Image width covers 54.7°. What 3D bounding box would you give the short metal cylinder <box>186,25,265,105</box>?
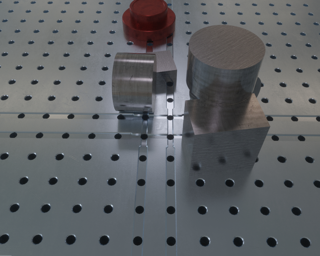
[{"bbox_3d":[0.071,-0.072,0.348,0.080,0.050,0.080,0,50,0],"label":"short metal cylinder"}]

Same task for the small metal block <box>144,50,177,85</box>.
[{"bbox_3d":[-0.004,-0.095,0.487,0.050,0.025,0.050,-9,51,-7],"label":"small metal block"}]

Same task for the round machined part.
[{"bbox_3d":[-0.020,-0.206,0.569,0.099,0.042,0.098,0,50,0],"label":"round machined part"}]

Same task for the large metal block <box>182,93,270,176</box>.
[{"bbox_3d":[0.072,0.009,0.365,0.081,0.080,0.050,-6,51,-5],"label":"large metal block"}]

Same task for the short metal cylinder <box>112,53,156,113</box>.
[{"bbox_3d":[-0.033,-0.062,0.423,0.050,0.080,0.080,3,50,2],"label":"short metal cylinder"}]

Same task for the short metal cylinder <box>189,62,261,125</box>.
[{"bbox_3d":[0.087,-0.049,0.414,0.081,0.080,0.050,-27,55,-21],"label":"short metal cylinder"}]
